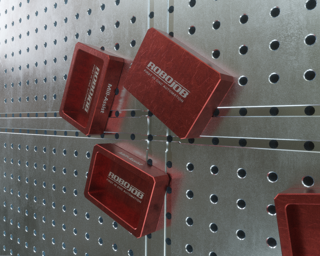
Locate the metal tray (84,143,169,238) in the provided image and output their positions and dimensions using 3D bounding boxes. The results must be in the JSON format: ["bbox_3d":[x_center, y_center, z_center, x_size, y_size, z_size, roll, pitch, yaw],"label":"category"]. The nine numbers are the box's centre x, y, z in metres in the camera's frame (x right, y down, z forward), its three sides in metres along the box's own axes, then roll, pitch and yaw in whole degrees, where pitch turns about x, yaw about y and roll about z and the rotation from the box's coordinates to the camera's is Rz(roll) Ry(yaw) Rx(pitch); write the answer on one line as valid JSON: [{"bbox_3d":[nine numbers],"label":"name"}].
[{"bbox_3d":[-0.054,0.086,0.451,0.130,0.030,0.089,24,105,37],"label":"metal tray"}]

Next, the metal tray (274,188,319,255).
[{"bbox_3d":[0.159,0.121,0.274,0.090,0.030,0.129,-11,83,39],"label":"metal tray"}]

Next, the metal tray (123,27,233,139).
[{"bbox_3d":[0.017,-0.058,0.393,0.130,0.030,0.090,43,116,31],"label":"metal tray"}]

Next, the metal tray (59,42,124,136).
[{"bbox_3d":[-0.114,-0.063,0.501,0.090,0.030,0.129,30,109,36],"label":"metal tray"}]
